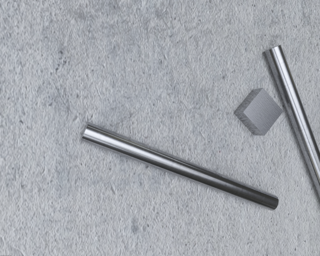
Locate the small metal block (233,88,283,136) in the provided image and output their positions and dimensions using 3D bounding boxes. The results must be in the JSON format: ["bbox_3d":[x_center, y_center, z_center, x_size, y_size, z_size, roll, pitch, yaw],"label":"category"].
[{"bbox_3d":[0.147,-0.024,0.463,0.050,0.025,0.050,45,76,-15],"label":"small metal block"}]

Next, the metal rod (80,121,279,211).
[{"bbox_3d":[0.040,0.059,0.423,0.302,0.025,0.025,23,83,-19],"label":"metal rod"}]

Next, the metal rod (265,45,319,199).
[{"bbox_3d":[0.232,0.013,0.494,0.025,0.025,0.299,-27,99,-18],"label":"metal rod"}]
